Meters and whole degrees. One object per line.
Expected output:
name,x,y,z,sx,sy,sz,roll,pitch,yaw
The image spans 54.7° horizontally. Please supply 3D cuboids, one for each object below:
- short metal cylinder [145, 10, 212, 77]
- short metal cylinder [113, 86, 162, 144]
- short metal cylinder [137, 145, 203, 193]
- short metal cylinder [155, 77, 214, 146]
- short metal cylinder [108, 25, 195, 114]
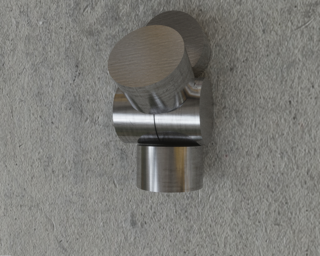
short metal cylinder,0.020,-0.099,0.390,0.080,0.050,0.079,0,90,19
short metal cylinder,-0.017,-0.020,0.387,0.050,0.080,0.079,1,90,19
short metal cylinder,0.012,0.045,0.376,0.080,0.080,0.050,0,90,19
short metal cylinder,0.032,-0.019,0.369,0.050,0.080,0.079,0,90,20
short metal cylinder,-0.008,-0.061,0.329,0.080,0.050,0.080,-8,59,14
